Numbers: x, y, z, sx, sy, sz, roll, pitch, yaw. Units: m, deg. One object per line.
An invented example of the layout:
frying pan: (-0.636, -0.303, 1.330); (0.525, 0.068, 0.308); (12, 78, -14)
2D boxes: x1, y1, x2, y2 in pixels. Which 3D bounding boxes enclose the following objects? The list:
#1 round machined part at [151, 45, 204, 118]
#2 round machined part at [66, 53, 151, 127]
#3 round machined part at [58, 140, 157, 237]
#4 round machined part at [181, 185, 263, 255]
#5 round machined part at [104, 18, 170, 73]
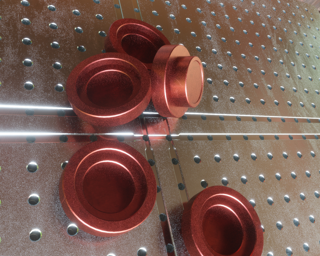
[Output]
round machined part: (0.028, -0.062, 0.415); (0.042, 0.098, 0.098); (6, 46, 26)
round machined part: (-0.060, -0.042, 0.377); (0.099, 0.042, 0.098); (0, 58, 0)
round machined part: (-0.057, 0.065, 0.328); (0.099, 0.042, 0.098); (14, 56, -21)
round machined part: (0.068, 0.121, 0.362); (0.099, 0.042, 0.098); (14, 56, -21)
round machined part: (-0.033, -0.107, 0.443); (0.099, 0.042, 0.098); (16, 52, -21)
